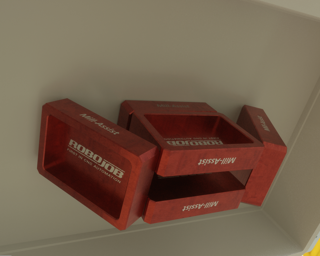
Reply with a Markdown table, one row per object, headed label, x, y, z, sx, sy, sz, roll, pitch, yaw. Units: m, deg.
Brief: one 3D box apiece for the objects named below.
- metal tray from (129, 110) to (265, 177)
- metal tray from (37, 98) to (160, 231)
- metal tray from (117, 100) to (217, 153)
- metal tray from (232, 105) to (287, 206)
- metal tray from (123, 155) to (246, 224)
| label | x | y | z | sx | sy | sz | roll | pitch | yaw |
| --- | --- | --- | --- | --- | --- | --- | --- | --- | --- |
| metal tray | 0.041 | 0.013 | 0.355 | 0.131 | 0.090 | 0.030 | 0 | 118 | -29 |
| metal tray | -0.071 | 0.035 | 0.324 | 0.030 | 0.130 | 0.089 | -26 | 137 | -55 |
| metal tray | 0.007 | 0.011 | 0.414 | 0.131 | 0.030 | 0.089 | -1 | 119 | -29 |
| metal tray | 0.126 | 0.033 | 0.429 | 0.030 | 0.130 | 0.089 | 14 | 115 | -2 |
| metal tray | 0.027 | 0.066 | 0.381 | 0.131 | 0.090 | 0.030 | -1 | 118 | -29 |
